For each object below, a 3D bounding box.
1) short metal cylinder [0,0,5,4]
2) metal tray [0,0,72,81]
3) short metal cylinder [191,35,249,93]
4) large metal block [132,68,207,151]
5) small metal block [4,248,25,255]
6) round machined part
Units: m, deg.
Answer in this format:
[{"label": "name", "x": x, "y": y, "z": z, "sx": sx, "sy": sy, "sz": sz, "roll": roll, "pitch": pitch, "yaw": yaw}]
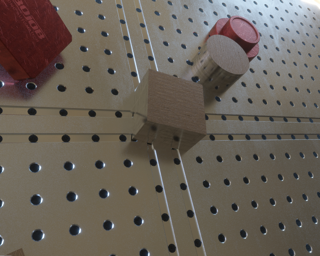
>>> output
[{"label": "short metal cylinder", "x": -0.224, "y": -0.174, "z": 0.358, "sx": 0.080, "sy": 0.080, "sz": 0.050, "roll": 31, "pitch": 52, "yaw": -9}, {"label": "metal tray", "x": -0.166, "y": -0.130, "z": 0.346, "sx": 0.130, "sy": 0.030, "sz": 0.090, "roll": 61, "pitch": 40, "yaw": -37}, {"label": "short metal cylinder", "x": 0.098, "y": -0.105, "z": 0.509, "sx": 0.081, "sy": 0.050, "sz": 0.080, "roll": 14, "pitch": 56, "yaw": -21}, {"label": "large metal block", "x": 0.012, "y": -0.022, "z": 0.412, "sx": 0.081, "sy": 0.050, "sz": 0.080, "roll": 14, "pitch": 56, "yaw": -21}, {"label": "small metal block", "x": -0.132, "y": 0.136, "z": 0.254, "sx": 0.050, "sy": 0.025, "sz": 0.050, "roll": -17, "pitch": 71, "yaw": -35}, {"label": "round machined part", "x": 0.147, "y": -0.170, "z": 0.580, "sx": 0.099, "sy": 0.042, "sz": 0.098, "roll": 14, "pitch": 56, "yaw": -21}]
